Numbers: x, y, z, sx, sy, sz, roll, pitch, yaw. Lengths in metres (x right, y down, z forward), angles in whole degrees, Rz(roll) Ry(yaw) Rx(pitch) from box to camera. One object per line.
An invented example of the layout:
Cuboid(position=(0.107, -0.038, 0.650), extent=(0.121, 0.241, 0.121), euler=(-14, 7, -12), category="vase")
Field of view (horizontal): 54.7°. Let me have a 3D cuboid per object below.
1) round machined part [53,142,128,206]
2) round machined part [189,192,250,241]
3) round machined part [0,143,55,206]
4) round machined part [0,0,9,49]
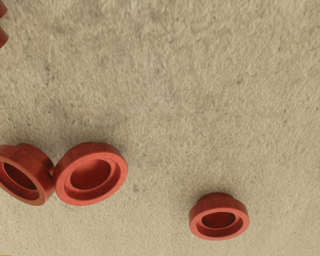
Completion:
Cuboid(position=(-0.098, 0.058, 0.428), extent=(0.099, 0.042, 0.097), euler=(-18, 133, -20), category="round machined part")
Cuboid(position=(0.097, 0.145, 0.522), extent=(0.099, 0.042, 0.097), euler=(-1, 130, 0), category="round machined part")
Cuboid(position=(-0.186, 0.059, 0.429), extent=(0.098, 0.042, 0.097), euler=(15, 133, 17), category="round machined part")
Cuboid(position=(-0.183, -0.084, 0.285), extent=(0.098, 0.098, 0.042), euler=(-18, 128, 14), category="round machined part")
